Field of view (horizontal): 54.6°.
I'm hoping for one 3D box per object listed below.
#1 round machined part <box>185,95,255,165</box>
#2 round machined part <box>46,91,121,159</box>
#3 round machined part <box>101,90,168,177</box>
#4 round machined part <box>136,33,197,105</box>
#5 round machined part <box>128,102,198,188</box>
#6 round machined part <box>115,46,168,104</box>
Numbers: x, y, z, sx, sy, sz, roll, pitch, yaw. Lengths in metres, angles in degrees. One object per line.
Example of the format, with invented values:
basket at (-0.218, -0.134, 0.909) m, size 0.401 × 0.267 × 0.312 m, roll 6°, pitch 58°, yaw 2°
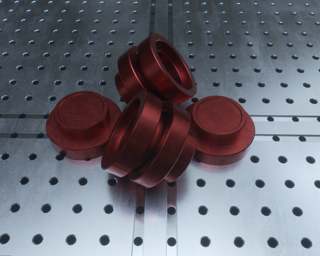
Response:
round machined part at (0.074, -0.004, 0.401) m, size 0.099 × 0.042 × 0.098 m, roll 0°, pitch 50°, yaw 0°
round machined part at (-0.099, -0.011, 0.405) m, size 0.099 × 0.042 × 0.098 m, roll 0°, pitch 50°, yaw 0°
round machined part at (-0.023, 0.010, 0.346) m, size 0.042 × 0.098 × 0.098 m, roll 28°, pitch 48°, yaw -18°
round machined part at (0.003, -0.073, 0.413) m, size 0.042 × 0.098 × 0.098 m, roll -32°, pitch 45°, yaw 26°
round machined part at (0.006, 0.023, 0.353) m, size 0.042 × 0.098 × 0.098 m, roll 29°, pitch 48°, yaw -18°
round machined part at (-0.023, -0.059, 0.425) m, size 0.042 × 0.098 × 0.098 m, roll -32°, pitch 45°, yaw 26°
